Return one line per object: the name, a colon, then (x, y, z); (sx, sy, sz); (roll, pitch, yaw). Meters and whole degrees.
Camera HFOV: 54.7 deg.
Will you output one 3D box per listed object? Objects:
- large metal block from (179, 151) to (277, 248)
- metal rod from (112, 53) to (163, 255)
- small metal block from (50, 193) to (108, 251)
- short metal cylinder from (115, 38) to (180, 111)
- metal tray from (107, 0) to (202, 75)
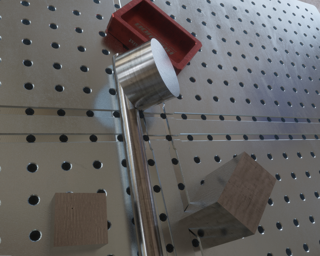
large metal block: (0.080, 0.085, 0.366); (0.050, 0.080, 0.080); (42, 51, 0)
metal rod: (-0.029, 0.033, 0.373); (0.025, 0.025, 0.299); (3, 60, -27)
small metal block: (-0.081, 0.093, 0.309); (0.050, 0.025, 0.050); (6, 59, -25)
short metal cylinder: (-0.014, -0.068, 0.403); (0.080, 0.050, 0.080); (54, 24, -37)
metal tray: (-0.006, -0.144, 0.491); (0.130, 0.030, 0.090); (39, 51, -2)
